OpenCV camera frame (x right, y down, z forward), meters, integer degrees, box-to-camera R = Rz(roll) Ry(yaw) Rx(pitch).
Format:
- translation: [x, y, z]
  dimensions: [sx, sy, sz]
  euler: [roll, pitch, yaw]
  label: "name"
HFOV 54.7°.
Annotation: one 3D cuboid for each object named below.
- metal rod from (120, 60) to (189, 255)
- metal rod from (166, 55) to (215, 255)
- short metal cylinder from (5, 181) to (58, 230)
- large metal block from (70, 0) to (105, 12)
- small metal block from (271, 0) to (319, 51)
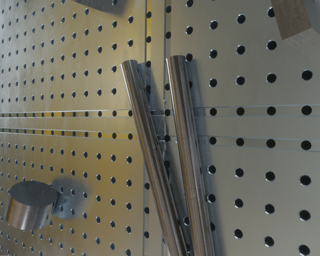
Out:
- translation: [-0.007, 0.049, 0.412]
  dimensions: [0.025, 0.025, 0.299]
  euler: [-24, 75, 37]
  label: "metal rod"
- translation: [0.040, 0.059, 0.374]
  dimensions: [0.025, 0.025, 0.298]
  euler: [-13, 82, 39]
  label: "metal rod"
- translation: [-0.233, 0.139, 0.562]
  dimensions: [0.080, 0.081, 0.050]
  euler: [32, 110, 35]
  label: "short metal cylinder"
- translation: [-0.124, -0.241, 0.493]
  dimensions: [0.080, 0.050, 0.079]
  euler: [32, 110, 35]
  label: "large metal block"
- translation: [0.128, -0.104, 0.287]
  dimensions: [0.025, 0.050, 0.050]
  euler: [-19, 78, 38]
  label: "small metal block"
